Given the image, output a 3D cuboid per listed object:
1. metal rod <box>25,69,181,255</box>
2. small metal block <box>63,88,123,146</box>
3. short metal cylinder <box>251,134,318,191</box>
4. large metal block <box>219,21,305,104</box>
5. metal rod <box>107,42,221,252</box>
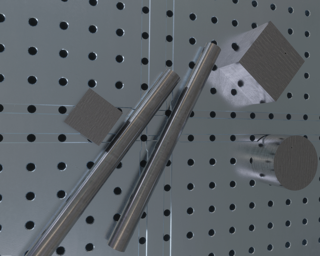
[{"bbox_3d":[-0.068,0.047,0.387,0.025,0.025,0.300,39,77,-16],"label":"metal rod"},{"bbox_3d":[-0.083,-0.013,0.382,0.050,0.025,0.050,38,78,-16],"label":"small metal block"},{"bbox_3d":[0.188,0.050,0.469,0.081,0.050,0.079,0,90,-20],"label":"short metal cylinder"},{"bbox_3d":[0.149,-0.093,0.454,0.080,0.050,0.080,42,77,-15],"label":"large metal block"},{"bbox_3d":[0.010,0.018,0.416,0.025,0.025,0.299,29,80,-18],"label":"metal rod"}]
